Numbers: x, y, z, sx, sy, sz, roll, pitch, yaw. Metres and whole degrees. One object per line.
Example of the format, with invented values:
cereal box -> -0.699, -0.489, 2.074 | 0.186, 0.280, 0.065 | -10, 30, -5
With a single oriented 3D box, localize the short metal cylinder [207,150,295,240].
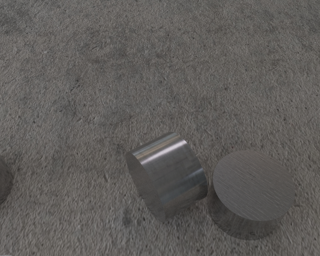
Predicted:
short metal cylinder -> 0.093, 0.070, 0.328 | 0.080, 0.050, 0.080 | 0, 50, 0

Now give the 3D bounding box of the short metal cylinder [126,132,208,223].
short metal cylinder -> 0.005, 0.050, 0.325 | 0.050, 0.080, 0.080 | -26, 55, -20

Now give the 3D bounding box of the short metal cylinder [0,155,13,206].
short metal cylinder -> -0.212, 0.055, 0.340 | 0.080, 0.050, 0.080 | 0, 50, 0
